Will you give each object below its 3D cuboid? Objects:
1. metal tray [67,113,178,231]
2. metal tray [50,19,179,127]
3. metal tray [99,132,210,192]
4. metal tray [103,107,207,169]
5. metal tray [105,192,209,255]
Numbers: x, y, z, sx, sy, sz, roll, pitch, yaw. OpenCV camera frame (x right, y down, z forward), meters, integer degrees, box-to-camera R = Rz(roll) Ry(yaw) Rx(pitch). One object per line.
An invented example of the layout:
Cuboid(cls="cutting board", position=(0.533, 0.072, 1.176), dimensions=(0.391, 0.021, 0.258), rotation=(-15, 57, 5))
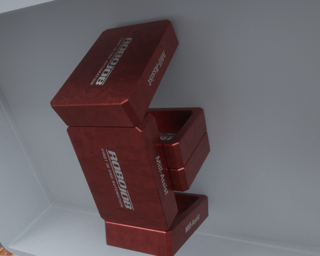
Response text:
Cuboid(cls="metal tray", position=(-0.038, 0.048, 0.336), dimensions=(0.090, 0.030, 0.129), rotation=(0, 119, 27))
Cuboid(cls="metal tray", position=(-0.043, -0.060, 0.324), dimensions=(0.090, 0.130, 0.030), rotation=(1, 139, 27))
Cuboid(cls="metal tray", position=(-0.012, 0.035, 0.394), dimensions=(0.130, 0.090, 0.030), rotation=(1, 119, 27))
Cuboid(cls="metal tray", position=(-0.019, 0.008, 0.380), dimensions=(0.130, 0.090, 0.030), rotation=(1, 119, 27))
Cuboid(cls="metal tray", position=(0.001, 0.119, 0.410), dimensions=(0.090, 0.131, 0.030), rotation=(0, 97, 27))
